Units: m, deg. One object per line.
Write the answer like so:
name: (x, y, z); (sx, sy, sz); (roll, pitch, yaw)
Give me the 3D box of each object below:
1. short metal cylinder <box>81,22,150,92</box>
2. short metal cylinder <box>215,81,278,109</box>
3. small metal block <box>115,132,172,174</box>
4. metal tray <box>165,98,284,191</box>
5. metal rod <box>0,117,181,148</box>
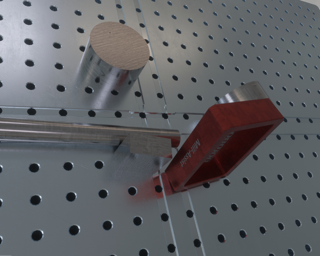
short metal cylinder: (-0.061, -0.095, 0.418); (0.081, 0.050, 0.080); (14, 56, -21)
short metal cylinder: (0.124, -0.025, 0.455); (0.081, 0.080, 0.050); (-17, 71, -35)
small metal block: (-0.020, 0.031, 0.363); (0.050, 0.050, 0.025); (10, 58, -23)
metal tray: (0.071, 0.022, 0.363); (0.091, 0.129, 0.030); (-9, 56, -32)
metal rod: (-0.114, 0.005, 0.343); (0.302, 0.025, 0.025); (4, 60, -26)
